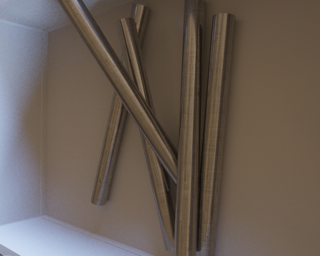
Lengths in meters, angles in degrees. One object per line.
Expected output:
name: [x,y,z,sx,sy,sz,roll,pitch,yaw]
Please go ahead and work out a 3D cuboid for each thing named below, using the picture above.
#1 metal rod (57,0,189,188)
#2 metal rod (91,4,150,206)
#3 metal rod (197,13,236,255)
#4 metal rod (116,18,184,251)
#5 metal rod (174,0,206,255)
metal rod: [-0.046,-0.055,0.369,0.025,0.025,0.299,-29,96,36]
metal rod: [-0.061,-0.026,0.457,0.025,0.025,0.298,23,104,37]
metal rod: [0.061,0.024,0.356,0.025,0.025,0.298,7,95,40]
metal rod: [-0.013,0.005,0.401,0.025,0.025,0.298,-16,85,39]
metal rod: [0.035,-0.006,0.360,0.025,0.025,0.298,-1,84,40]
